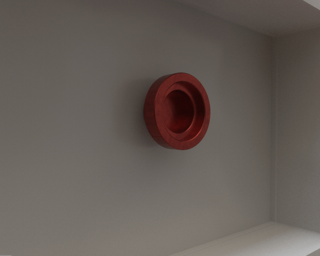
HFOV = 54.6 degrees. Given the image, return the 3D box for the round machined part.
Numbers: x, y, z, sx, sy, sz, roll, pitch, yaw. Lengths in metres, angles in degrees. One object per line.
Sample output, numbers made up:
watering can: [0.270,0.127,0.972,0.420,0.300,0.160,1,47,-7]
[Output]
round machined part: [0.018,-0.021,0.405,0.099,0.042,0.097,0,90,-40]
